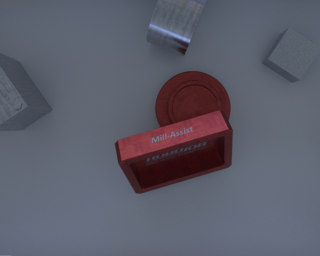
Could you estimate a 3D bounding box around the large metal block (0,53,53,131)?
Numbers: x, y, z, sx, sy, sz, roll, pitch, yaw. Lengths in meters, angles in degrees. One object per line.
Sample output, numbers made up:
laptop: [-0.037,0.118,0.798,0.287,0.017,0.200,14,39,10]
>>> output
large metal block: [-0.189,-0.043,0.381,0.050,0.080,0.080,-34,90,0]

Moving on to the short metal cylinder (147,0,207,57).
short metal cylinder: [0.022,-0.136,0.384,0.050,0.080,0.080,22,90,0]

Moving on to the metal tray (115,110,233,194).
metal tray: [0.021,0.033,0.379,0.131,0.090,0.030,-17,54,-1]

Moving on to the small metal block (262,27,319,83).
small metal block: [0.175,-0.096,0.414,0.050,0.025,0.050,33,90,-1]

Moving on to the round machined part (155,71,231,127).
round machined part: [0.043,-0.026,0.404,0.099,0.042,0.097,0,90,-1]
